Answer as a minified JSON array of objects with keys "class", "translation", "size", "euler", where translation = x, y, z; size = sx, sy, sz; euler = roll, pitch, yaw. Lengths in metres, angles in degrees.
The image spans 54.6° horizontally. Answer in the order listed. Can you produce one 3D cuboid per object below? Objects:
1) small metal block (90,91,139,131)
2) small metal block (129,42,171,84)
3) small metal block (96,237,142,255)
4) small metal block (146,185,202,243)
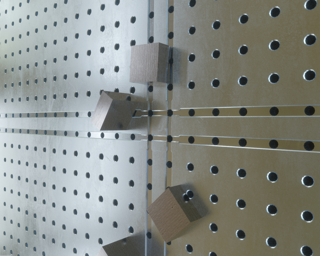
[{"class":"small metal block","translation":[-0.065,-0.024,0.448],"size":[0.025,0.050,0.050],"euler":[40,115,33]},{"class":"small metal block","translation":[-0.014,-0.086,0.422],"size":[0.050,0.025,0.050],"euler":[6,94,40]},{"class":"small metal block","translation":[-0.055,0.189,0.440],"size":[0.050,0.050,0.025],"euler":[46,118,30]},{"class":"small metal block","translation":[0.017,0.109,0.396],"size":[0.050,0.025,0.050],"euler":[-50,61,28]}]
